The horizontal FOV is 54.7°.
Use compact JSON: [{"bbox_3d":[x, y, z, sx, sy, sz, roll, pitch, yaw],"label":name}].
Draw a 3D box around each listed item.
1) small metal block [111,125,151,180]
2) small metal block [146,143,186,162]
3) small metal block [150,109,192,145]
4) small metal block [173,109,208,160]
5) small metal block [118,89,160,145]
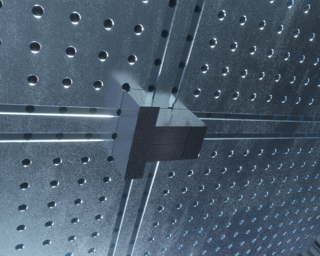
[{"bbox_3d":[-0.038,0.030,0.393,0.025,0.050,0.050,0,119,-29],"label":"small metal block"},{"bbox_3d":[-0.002,0.019,0.406,0.050,0.050,0.025,0,119,-29],"label":"small metal block"},{"bbox_3d":[0.004,-0.003,0.396,0.050,0.050,0.025,0,119,-29],"label":"small metal block"},{"bbox_3d":[0.034,0.008,0.419,0.025,0.050,0.050,0,119,-29],"label":"small metal block"},{"bbox_3d":[-0.027,-0.014,0.372,0.025,0.050,0.050,0,119,-29],"label":"small metal block"}]
